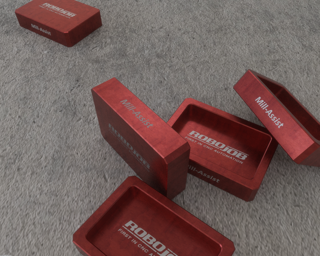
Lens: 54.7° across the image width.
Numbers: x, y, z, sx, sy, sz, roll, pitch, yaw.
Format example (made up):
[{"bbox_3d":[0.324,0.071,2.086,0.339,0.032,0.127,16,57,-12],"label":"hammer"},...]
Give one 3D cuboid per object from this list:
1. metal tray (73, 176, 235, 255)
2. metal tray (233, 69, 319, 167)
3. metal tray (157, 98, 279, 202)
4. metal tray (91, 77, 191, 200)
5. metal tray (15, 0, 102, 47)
[{"bbox_3d":[-0.006,0.116,0.302,0.130,0.030,0.090,30,56,23],"label":"metal tray"},{"bbox_3d":[0.157,-0.012,0.380,0.091,0.030,0.130,10,39,-40],"label":"metal tray"},{"bbox_3d":[0.069,0.021,0.382,0.130,0.030,0.090,24,54,19],"label":"metal tray"},{"bbox_3d":[-0.024,0.013,0.349,0.030,0.090,0.130,-33,58,-24],"label":"metal tray"},{"bbox_3d":[-0.185,-0.202,0.569,0.130,0.030,0.090,26,55,20],"label":"metal tray"}]
